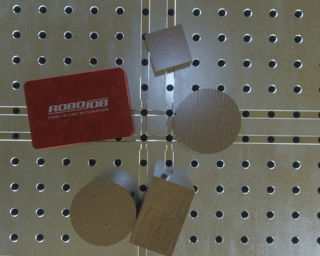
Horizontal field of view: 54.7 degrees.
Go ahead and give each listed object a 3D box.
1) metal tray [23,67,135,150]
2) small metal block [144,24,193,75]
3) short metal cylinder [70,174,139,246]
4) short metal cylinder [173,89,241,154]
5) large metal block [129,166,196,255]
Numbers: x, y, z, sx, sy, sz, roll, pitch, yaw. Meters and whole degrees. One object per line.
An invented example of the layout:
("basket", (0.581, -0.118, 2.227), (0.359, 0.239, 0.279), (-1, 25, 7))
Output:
("metal tray", (-0.104, -0.025, 0.410), (0.131, 0.030, 0.089), (-9, 90, 0))
("small metal block", (0.011, -0.104, 0.413), (0.050, 0.025, 0.050), (-17, 90, 0))
("short metal cylinder", (-0.069, 0.103, 0.400), (0.081, 0.050, 0.079), (0, 90, 0))
("short metal cylinder", (0.058, -0.008, 0.401), (0.081, 0.050, 0.079), (0, 90, -1))
("large metal block", (0.003, 0.099, 0.386), (0.050, 0.080, 0.080), (20, 90, 0))
